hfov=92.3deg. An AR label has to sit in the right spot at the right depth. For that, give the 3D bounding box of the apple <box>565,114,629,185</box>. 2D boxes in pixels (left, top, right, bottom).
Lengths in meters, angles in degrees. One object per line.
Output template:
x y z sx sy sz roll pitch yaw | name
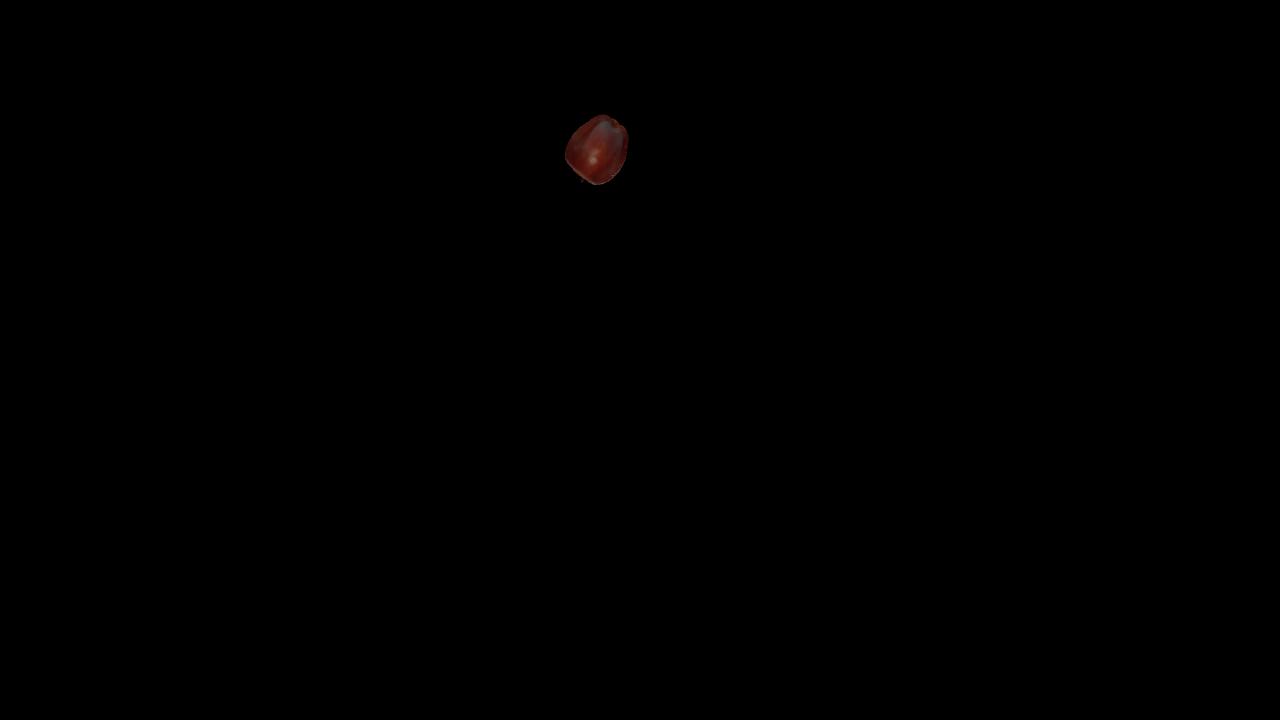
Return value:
-0.057 -0.284 0.839 0.079 0.093 0.079 33 20 -14 | apple
